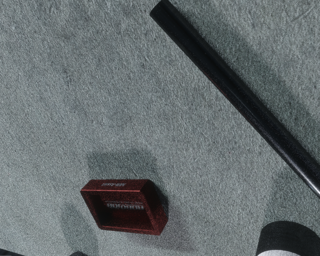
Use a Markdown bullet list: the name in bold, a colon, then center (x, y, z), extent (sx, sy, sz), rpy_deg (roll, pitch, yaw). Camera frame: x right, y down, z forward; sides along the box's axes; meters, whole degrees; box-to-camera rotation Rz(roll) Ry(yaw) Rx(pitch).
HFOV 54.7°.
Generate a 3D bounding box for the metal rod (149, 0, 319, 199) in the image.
- **metal rod**: center (0.101, -0.021, 0.340), extent (0.300, 0.025, 0.025), rpy_deg (46, 129, -5)

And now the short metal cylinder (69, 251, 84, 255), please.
- **short metal cylinder**: center (-0.186, 0.314, 0.664), extent (0.080, 0.080, 0.050), rpy_deg (-26, 104, 37)

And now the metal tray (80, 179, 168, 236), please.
- **metal tray**: center (-0.061, 0.130, 0.516), extent (0.130, 0.030, 0.090), rpy_deg (-6, 116, 31)

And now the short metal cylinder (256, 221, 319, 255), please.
- **short metal cylinder**: center (0.169, 0.170, 0.407), extent (0.080, 0.050, 0.079), rpy_deg (13, 124, 21)
